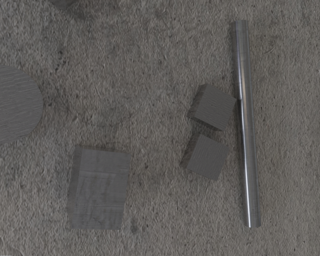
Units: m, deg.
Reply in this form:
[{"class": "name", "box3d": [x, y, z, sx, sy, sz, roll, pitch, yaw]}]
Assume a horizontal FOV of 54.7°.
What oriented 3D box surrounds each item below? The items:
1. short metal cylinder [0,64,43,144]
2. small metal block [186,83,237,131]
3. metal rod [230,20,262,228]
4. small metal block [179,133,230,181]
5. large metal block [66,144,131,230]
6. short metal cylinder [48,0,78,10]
[{"class": "short metal cylinder", "box3d": [-0.169, -0.024, 0.333, 0.081, 0.050, 0.080, 0, 90, -20]}, {"class": "small metal block", "box3d": [0.073, -0.028, 0.436, 0.050, 0.025, 0.050, 25, 82, -19]}, {"class": "metal rod", "box3d": [0.127, -0.005, 0.456, 0.025, 0.025, 0.298, -5, 92, -20]}, {"class": "small metal block", "box3d": [0.062, 0.040, 0.432, 0.050, 0.025, 0.050, 25, 82, -19]}, {"class": "large metal block", "box3d": [-0.073, 0.063, 0.353, 0.050, 0.080, 0.080, 8, 87, -20]}, {"class": "short metal cylinder", "box3d": [-0.112, -0.179, 0.338, 0.050, 0.080, 0.080, -45, 104, -14]}]
